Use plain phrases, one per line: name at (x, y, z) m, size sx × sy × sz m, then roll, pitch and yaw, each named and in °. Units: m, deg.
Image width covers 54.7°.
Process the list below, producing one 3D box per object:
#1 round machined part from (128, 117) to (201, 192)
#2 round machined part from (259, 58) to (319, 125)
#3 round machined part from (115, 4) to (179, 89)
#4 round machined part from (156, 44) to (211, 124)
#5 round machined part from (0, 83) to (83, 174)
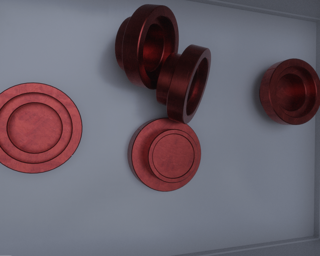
round machined part at (0.010, 0.035, 0.405) m, size 0.099 × 0.042 × 0.097 m, roll 0°, pitch 90°, yaw -20°
round machined part at (0.192, -0.053, 0.472) m, size 0.099 × 0.042 × 0.097 m, roll 0°, pitch 90°, yaw -20°
round machined part at (-0.018, -0.099, 0.376) m, size 0.099 × 0.042 × 0.097 m, roll -41°, pitch 139°, yaw -49°
round machined part at (0.028, -0.057, 0.392) m, size 0.042 × 0.098 × 0.098 m, roll 19°, pitch 82°, yaw 17°
round machined part at (-0.140, 0.000, 0.350) m, size 0.099 × 0.042 × 0.097 m, roll 0°, pitch 90°, yaw -20°
